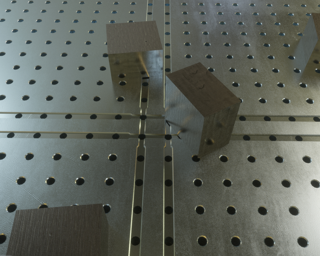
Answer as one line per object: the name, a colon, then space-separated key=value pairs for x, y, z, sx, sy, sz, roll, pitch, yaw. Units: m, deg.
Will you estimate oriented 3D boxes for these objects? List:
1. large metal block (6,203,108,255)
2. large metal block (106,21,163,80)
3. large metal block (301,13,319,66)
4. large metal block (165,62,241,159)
large metal block: x=-0.092 y=0.121 z=0.288 sx=0.081 sy=0.050 sz=0.080 roll=-4 pitch=50 yaw=-4
large metal block: x=-0.041 y=-0.126 z=0.496 sx=0.081 sy=0.050 sz=0.080 roll=-6 pitch=50 yaw=-6
large metal block: x=0.291 y=-0.145 z=0.518 sx=0.080 sy=0.050 sz=0.080 roll=8 pitch=50 yaw=6
large metal block: x=0.049 y=-0.022 z=0.391 sx=0.050 sy=0.080 sz=0.080 roll=-24 pitch=54 yaw=-19
